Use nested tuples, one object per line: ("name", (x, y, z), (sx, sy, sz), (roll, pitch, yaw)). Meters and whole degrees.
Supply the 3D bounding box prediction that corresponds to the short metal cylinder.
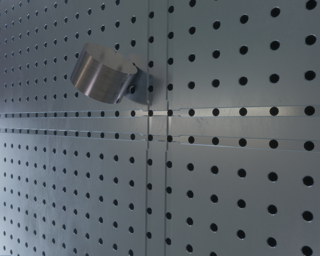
("short metal cylinder", (-0.079, -0.078, 0.441), (0.080, 0.081, 0.050), (46, 118, 30))
